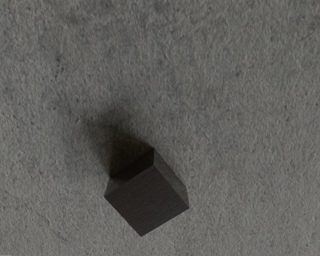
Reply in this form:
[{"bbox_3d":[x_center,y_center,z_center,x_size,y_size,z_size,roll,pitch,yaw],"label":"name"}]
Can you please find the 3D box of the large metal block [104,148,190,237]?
[{"bbox_3d":[-0.017,0.089,0.429,0.080,0.050,0.080,-34,107,11],"label":"large metal block"}]
